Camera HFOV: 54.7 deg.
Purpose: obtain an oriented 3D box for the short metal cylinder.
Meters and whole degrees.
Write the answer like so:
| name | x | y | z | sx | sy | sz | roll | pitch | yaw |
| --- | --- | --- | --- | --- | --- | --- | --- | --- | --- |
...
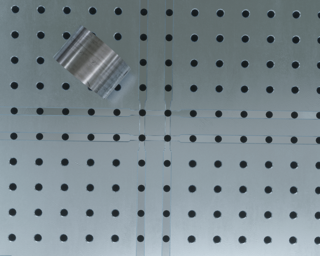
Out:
| name | x | y | z | sx | sy | sz | roll | pitch | yaw |
| --- | --- | --- | --- | --- | --- | --- | --- | --- | --- |
| short metal cylinder | -0.083 | -0.080 | 0.385 | 0.080 | 0.080 | 0.050 | 40 | 90 | -1 |
